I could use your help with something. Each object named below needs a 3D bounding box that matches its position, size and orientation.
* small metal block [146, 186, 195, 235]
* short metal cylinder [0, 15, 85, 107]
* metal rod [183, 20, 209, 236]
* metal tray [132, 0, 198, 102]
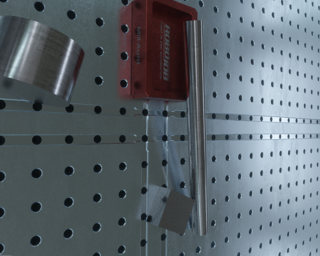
[{"bbox_3d":[0.015,0.114,0.425,0.050,0.025,0.050,32,70,-36],"label":"small metal block"},{"bbox_3d":[-0.115,-0.056,0.278,0.080,0.080,0.050,22,76,-38],"label":"short metal cylinder"},{"bbox_3d":[0.051,0.011,0.424,0.025,0.025,0.298,-17,110,-39],"label":"metal rod"},{"bbox_3d":[0.008,-0.102,0.414,0.091,0.030,0.129,1,89,-40],"label":"metal tray"}]
